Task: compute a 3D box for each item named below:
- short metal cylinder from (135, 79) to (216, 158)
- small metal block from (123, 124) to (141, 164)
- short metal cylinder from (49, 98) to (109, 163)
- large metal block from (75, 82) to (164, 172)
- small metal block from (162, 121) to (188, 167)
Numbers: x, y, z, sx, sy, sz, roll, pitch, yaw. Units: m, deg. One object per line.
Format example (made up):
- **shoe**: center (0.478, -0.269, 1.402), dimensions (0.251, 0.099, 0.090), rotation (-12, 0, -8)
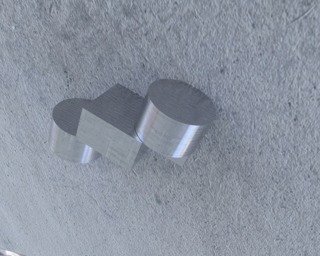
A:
- **short metal cylinder**: center (0.017, -0.013, 0.356), dimensions (0.080, 0.080, 0.050), rotation (31, 128, 8)
- **small metal block**: center (-0.047, 0.021, 0.447), dimensions (0.050, 0.025, 0.050), rotation (31, 128, 8)
- **short metal cylinder**: center (-0.111, 0.003, 0.433), dimensions (0.080, 0.080, 0.050), rotation (31, 128, 8)
- **large metal block**: center (-0.046, -0.004, 0.395), dimensions (0.080, 0.080, 0.050), rotation (31, 128, 8)
- **small metal block**: center (0.021, 0.015, 0.407), dimensions (0.050, 0.025, 0.050), rotation (31, 128, 8)
